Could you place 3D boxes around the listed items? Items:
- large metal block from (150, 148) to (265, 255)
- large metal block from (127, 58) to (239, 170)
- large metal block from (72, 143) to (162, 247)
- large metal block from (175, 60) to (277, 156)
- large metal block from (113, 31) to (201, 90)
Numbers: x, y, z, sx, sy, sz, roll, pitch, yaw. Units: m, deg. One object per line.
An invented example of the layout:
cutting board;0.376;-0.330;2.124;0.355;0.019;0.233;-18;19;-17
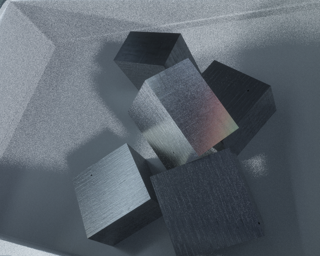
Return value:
large metal block;0.047;0.071;0.302;0.080;0.050;0.080;-22;78;14
large metal block;0.018;-0.009;0.310;0.050;0.080;0.080;-32;84;-24
large metal block;-0.048;0.078;0.365;0.080;0.050;0.080;-33;52;6
large metal block;0.074;-0.022;0.363;0.080;0.050;0.080;-48;52;-6
large metal block;-0.001;-0.083;0.421;0.080;0.080;0.050;14;69;33
